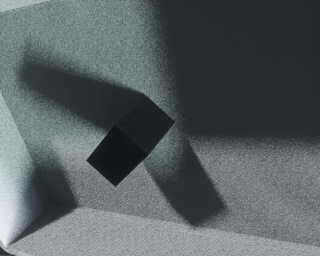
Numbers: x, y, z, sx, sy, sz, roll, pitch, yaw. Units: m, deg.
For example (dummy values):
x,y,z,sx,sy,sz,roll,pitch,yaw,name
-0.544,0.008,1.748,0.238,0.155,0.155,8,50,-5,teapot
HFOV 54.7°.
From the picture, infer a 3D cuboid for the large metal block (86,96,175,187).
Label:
x,y,z,sx,sy,sz,roll,pitch,yaw,name
-0.037,0.017,0.397,0.050,0.080,0.080,43,129,-2,large metal block
